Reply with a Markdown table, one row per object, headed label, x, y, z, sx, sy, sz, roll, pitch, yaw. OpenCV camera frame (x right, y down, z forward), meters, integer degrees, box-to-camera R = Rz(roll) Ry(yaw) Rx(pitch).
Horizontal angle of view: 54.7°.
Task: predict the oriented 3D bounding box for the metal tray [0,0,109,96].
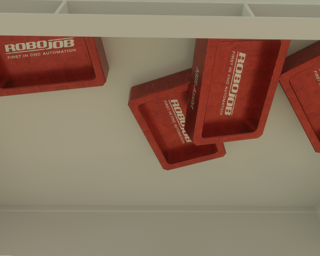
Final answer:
| label | x | y | z | sx | sy | sz | roll | pitch | yaw |
| --- | --- | --- | --- | --- | --- | --- | --- | --- | --- |
| metal tray | -0.129 | -0.084 | 0.332 | 0.131 | 0.030 | 0.089 | -5 | 130 | 4 |

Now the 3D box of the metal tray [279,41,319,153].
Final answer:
| label | x | y | z | sx | sy | sz | roll | pitch | yaw |
| --- | --- | --- | --- | --- | --- | --- | --- | --- | --- |
| metal tray | 0.202 | -0.038 | 0.362 | 0.090 | 0.030 | 0.130 | -27 | 118 | 22 |

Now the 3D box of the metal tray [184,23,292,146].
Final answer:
| label | x | y | z | sx | sy | sz | roll | pitch | yaw |
| --- | --- | --- | --- | --- | --- | --- | --- | --- | --- |
| metal tray | 0.080 | -0.045 | 0.338 | 0.091 | 0.030 | 0.129 | -6 | 124 | -16 |

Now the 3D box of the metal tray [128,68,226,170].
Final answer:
| label | x | y | z | sx | sy | sz | roll | pitch | yaw |
| --- | --- | --- | --- | --- | --- | --- | --- | --- | --- |
| metal tray | 0.026 | -0.006 | 0.400 | 0.090 | 0.030 | 0.130 | -16 | 129 | 13 |
